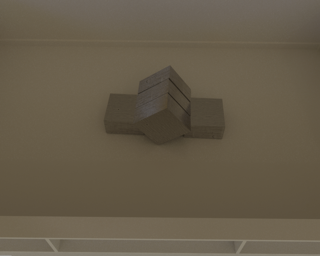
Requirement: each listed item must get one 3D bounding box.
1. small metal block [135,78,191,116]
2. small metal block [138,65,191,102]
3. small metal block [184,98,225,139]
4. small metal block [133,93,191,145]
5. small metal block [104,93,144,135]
[{"bbox_3d":[0.005,-0.029,0.398,0.050,0.050,0.025,-24,43,28],"label":"small metal block"},{"bbox_3d":[0.007,-0.049,0.414,0.050,0.050,0.025,-23,43,28],"label":"small metal block"},{"bbox_3d":[0.058,-0.014,0.416,0.050,0.025,0.050,2,50,1],"label":"small metal block"},{"bbox_3d":[0.003,-0.010,0.382,0.050,0.050,0.025,-24,43,28],"label":"small metal block"},{"bbox_3d":[-0.045,-0.019,0.419,0.050,0.025,0.050,3,50,2],"label":"small metal block"}]
